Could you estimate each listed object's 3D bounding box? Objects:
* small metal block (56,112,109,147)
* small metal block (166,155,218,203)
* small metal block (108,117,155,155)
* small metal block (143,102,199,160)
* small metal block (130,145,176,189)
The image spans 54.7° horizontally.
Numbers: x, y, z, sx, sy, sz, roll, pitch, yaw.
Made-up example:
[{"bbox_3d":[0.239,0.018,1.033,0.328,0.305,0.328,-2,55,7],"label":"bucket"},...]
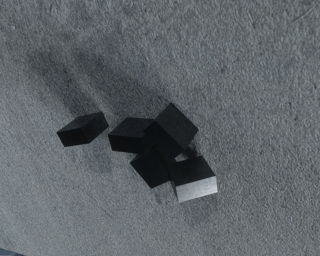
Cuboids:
[{"bbox_3d":[-0.112,0.002,0.451,0.050,0.050,0.025,-9,114,32],"label":"small metal block"},{"bbox_3d":[0.040,0.064,0.396,0.050,0.050,0.025,-14,117,-7],"label":"small metal block"},{"bbox_3d":[-0.032,0.009,0.413,0.050,0.050,0.025,4,120,26],"label":"small metal block"},{"bbox_3d":[0.015,0.003,0.385,0.050,0.050,0.025,45,129,-3],"label":"small metal block"},{"bbox_3d":[-0.006,0.054,0.443,0.050,0.025,0.050,-31,101,38],"label":"small metal block"}]
